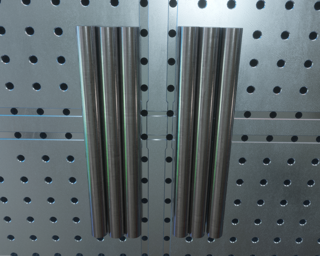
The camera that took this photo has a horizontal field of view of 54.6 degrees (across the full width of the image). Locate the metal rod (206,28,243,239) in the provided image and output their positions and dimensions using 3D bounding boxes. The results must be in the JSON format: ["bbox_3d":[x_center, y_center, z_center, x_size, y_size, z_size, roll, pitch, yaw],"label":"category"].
[{"bbox_3d":[0.084,0.020,0.421,0.025,0.025,0.298,1,110,0],"label":"metal rod"}]

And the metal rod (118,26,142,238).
[{"bbox_3d":[-0.039,0.020,0.420,0.025,0.025,0.298,1,110,0],"label":"metal rod"}]

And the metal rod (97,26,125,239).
[{"bbox_3d":[-0.064,0.020,0.419,0.025,0.025,0.298,1,110,0],"label":"metal rod"}]

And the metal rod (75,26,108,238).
[{"bbox_3d":[-0.089,0.019,0.419,0.025,0.025,0.298,1,110,0],"label":"metal rod"}]

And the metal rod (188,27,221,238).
[{"bbox_3d":[0.058,0.020,0.420,0.025,0.025,0.298,1,110,0],"label":"metal rod"}]

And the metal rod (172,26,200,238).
[{"bbox_3d":[0.033,0.019,0.420,0.025,0.025,0.298,1,110,0],"label":"metal rod"}]
